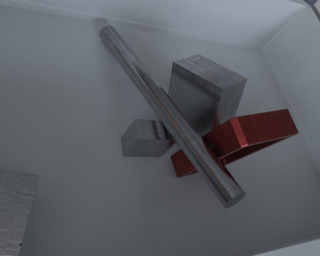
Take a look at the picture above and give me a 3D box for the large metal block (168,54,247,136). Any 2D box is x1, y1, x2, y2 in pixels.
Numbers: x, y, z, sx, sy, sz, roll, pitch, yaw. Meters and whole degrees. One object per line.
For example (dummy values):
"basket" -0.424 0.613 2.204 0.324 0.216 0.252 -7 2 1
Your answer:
"large metal block" 0.057 -0.041 0.410 0.050 0.079 0.080 -25 48 -37

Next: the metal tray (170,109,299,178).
"metal tray" 0.083 0.021 0.370 0.091 0.129 0.030 -9 73 -32

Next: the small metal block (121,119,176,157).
"small metal block" -0.014 0.014 0.375 0.050 0.050 0.025 4 60 -27

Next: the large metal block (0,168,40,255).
"large metal block" -0.155 0.077 0.259 0.081 0.050 0.080 16 55 -20

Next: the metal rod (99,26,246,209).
"metal rod" -0.003 -0.035 0.372 0.025 0.025 0.300 -11 51 -33
